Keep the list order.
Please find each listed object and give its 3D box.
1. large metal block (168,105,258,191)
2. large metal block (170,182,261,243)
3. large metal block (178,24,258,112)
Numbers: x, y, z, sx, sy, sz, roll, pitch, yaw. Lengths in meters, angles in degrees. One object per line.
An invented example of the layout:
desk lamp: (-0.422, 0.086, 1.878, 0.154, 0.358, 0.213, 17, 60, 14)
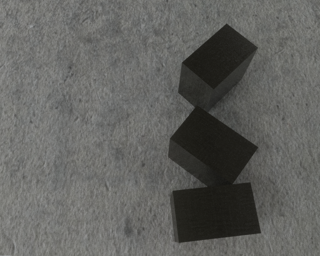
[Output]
large metal block: (0.058, 0.029, 0.369, 0.080, 0.080, 0.050, 36, 74, 12)
large metal block: (0.055, 0.096, 0.344, 0.081, 0.080, 0.050, -6, 70, -3)
large metal block: (0.072, -0.074, 0.407, 0.080, 0.080, 0.050, -43, 76, -14)
